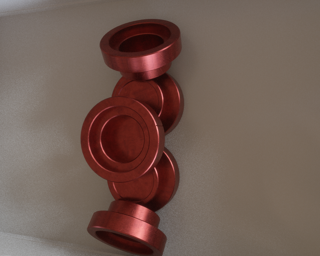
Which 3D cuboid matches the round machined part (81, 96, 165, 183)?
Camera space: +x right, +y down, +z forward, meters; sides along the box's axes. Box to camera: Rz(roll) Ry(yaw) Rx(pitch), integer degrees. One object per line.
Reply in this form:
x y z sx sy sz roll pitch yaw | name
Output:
-0.040 0.013 0.367 0.098 0.042 0.097 0 90 19 | round machined part

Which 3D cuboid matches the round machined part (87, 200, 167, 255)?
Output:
-0.038 0.126 0.393 0.098 0.098 0.042 7 55 19 | round machined part

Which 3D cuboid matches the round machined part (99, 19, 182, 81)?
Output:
-0.022 -0.095 0.387 0.098 0.098 0.042 8 135 19 | round machined part

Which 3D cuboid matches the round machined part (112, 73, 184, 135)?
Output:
-0.021 -0.033 0.406 0.098 0.042 0.097 0 90 19 | round machined part

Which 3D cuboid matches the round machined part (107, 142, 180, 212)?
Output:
-0.027 0.065 0.408 0.098 0.042 0.097 0 90 19 | round machined part
